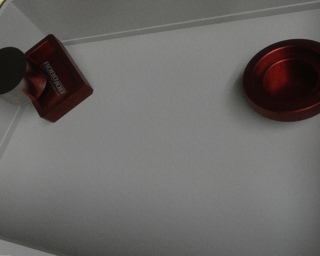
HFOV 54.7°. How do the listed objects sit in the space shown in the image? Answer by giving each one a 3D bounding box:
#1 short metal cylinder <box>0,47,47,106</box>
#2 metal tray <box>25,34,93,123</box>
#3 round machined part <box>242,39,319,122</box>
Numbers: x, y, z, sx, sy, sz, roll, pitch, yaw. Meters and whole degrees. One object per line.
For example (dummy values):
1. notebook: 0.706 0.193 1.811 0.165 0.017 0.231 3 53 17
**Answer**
1. short metal cylinder: -0.231 -0.081 0.493 0.080 0.050 0.080 -4 73 13
2. metal tray: -0.183 -0.085 0.524 0.090 0.030 0.130 -37 69 2
3. round machined part: 0.146 -0.049 0.348 0.098 0.042 0.098 -13 56 20
